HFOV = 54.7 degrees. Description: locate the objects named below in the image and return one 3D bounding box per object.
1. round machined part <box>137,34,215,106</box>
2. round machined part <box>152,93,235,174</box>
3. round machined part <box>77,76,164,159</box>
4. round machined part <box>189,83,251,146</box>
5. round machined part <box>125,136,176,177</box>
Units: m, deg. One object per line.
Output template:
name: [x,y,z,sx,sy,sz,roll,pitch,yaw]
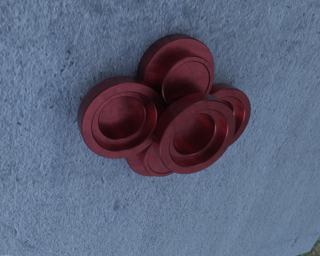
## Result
round machined part: [0.025,-0.060,0.375,0.099,0.042,0.097,-14,125,-21]
round machined part: [0.036,0.003,0.365,0.099,0.042,0.097,-14,125,-21]
round machined part: [-0.048,-0.016,0.363,0.099,0.042,0.097,-14,125,-21]
round machined part: [0.073,-0.017,0.428,0.099,0.042,0.097,-14,125,-21]
round machined part: [0.002,0.026,0.416,0.099,0.042,0.097,-14,125,-21]
